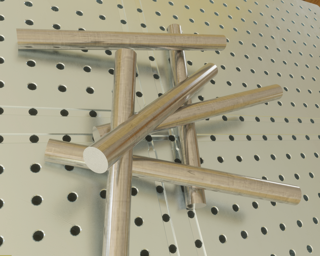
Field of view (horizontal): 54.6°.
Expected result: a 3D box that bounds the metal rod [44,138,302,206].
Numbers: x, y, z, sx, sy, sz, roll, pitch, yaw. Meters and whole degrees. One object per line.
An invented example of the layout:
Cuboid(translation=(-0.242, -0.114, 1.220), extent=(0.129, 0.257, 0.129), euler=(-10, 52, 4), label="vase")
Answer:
Cuboid(translation=(0.025, 0.054, 0.359), extent=(0.302, 0.025, 0.025), euler=(12, 56, -11), label="metal rod")

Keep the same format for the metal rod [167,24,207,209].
Cuboid(translation=(0.034, -0.036, 0.447), extent=(0.025, 0.025, 0.299), euler=(10, 58, -23), label="metal rod")

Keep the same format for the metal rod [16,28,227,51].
Cuboid(translation=(-0.037, -0.124, 0.441), extent=(0.302, 0.025, 0.025), euler=(-6, 65, -24), label="metal rod")

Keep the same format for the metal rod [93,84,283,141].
Cuboid(translation=(0.057, -0.023, 0.417), extent=(0.302, 0.025, 0.025), euler=(-15, 70, -29), label="metal rod")

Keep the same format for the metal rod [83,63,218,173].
Cuboid(translation=(0.014, -0.033, 0.376), extent=(0.025, 0.025, 0.301), euler=(45, 36, 3), label="metal rod")

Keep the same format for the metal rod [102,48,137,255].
Cuboid(translation=(-0.041, 0.056, 0.312), extent=(0.025, 0.025, 0.299), euler=(9, 70, -24), label="metal rod")
